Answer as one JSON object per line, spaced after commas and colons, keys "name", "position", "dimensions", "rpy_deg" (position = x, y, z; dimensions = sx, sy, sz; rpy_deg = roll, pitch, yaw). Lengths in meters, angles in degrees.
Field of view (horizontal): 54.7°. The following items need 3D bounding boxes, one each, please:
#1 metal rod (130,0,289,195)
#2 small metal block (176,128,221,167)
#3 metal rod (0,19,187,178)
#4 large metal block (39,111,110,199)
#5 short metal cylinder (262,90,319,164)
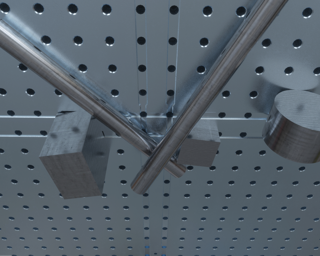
{"name": "metal rod", "position": [0.043, -0.024, 0.371], "dimensions": [0.025, 0.025, 0.298], "rpy_deg": [23, 120, -19]}
{"name": "small metal block", "position": [0.052, 0.027, 0.435], "dimensions": [0.050, 0.025, 0.050], "rpy_deg": [7, 130, -6]}
{"name": "metal rod", "position": [-0.071, -0.020, 0.393], "dimensions": [0.025, 0.025, 0.301], "rpy_deg": [-35, 122, 26]}
{"name": "large metal block", "position": [-0.106, 0.034, 0.403], "dimensions": [0.050, 0.080, 0.080], "rpy_deg": [-7, 130, 6]}
{"name": "short metal cylinder", "position": [0.171, -0.003, 0.374], "dimensions": [0.081, 0.080, 0.050], "rpy_deg": [4, 130, -3]}
